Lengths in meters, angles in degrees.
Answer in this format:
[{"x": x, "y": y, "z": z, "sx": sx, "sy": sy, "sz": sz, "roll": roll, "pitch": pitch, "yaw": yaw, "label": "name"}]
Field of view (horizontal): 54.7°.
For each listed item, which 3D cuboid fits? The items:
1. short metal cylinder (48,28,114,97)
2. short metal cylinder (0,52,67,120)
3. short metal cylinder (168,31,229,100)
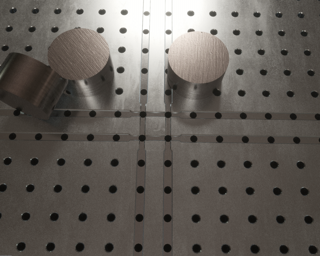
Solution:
[{"x": -0.107, "y": -0.090, "z": 0.430, "sx": 0.081, "sy": 0.050, "sz": 0.080, "roll": 0, "pitch": 70, "yaw": -1, "label": "short metal cylinder"}, {"x": -0.169, "y": -0.052, "z": 0.399, "sx": 0.080, "sy": 0.080, "sz": 0.050, "roll": 20, "pitch": 71, "yaw": 7, "label": "short metal cylinder"}, {"x": 0.051, "y": -0.086, "z": 0.430, "sx": 0.081, "sy": 0.050, "sz": 0.080, "roll": 0, "pitch": 70, "yaw": -1, "label": "short metal cylinder"}]
